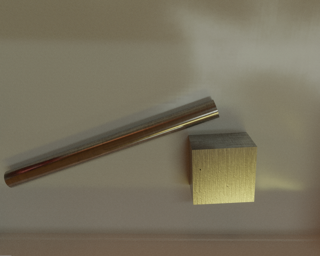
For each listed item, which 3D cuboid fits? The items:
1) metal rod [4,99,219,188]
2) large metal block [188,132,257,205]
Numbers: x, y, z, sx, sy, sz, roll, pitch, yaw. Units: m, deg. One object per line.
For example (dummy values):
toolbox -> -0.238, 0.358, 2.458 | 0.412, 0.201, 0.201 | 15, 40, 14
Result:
metal rod -> -0.069, 0.023, 0.418 | 0.301, 0.025, 0.025 | -19, 109, 6
large metal block -> 0.082, 0.054, 0.419 | 0.081, 0.050, 0.079 | -3, 110, 0
